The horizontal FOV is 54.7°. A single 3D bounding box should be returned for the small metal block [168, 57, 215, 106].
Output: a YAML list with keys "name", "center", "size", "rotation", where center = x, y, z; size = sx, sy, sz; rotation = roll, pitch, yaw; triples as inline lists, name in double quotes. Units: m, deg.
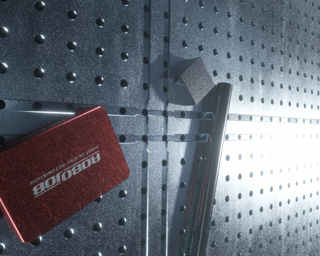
- name: "small metal block"
  center: [0.047, -0.067, 0.451]
  size: [0.050, 0.025, 0.050]
  rotation: [-47, 118, -30]

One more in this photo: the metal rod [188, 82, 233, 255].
- name: "metal rod"
  center: [0.076, 0.075, 0.475]
  size: [0.025, 0.025, 0.299]
  rotation: [19, 78, -39]

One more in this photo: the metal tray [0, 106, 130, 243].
- name: "metal tray"
  center: [-0.102, 0.042, 0.322]
  size: [0.131, 0.030, 0.090]
  rotation: [-31, 109, -36]
